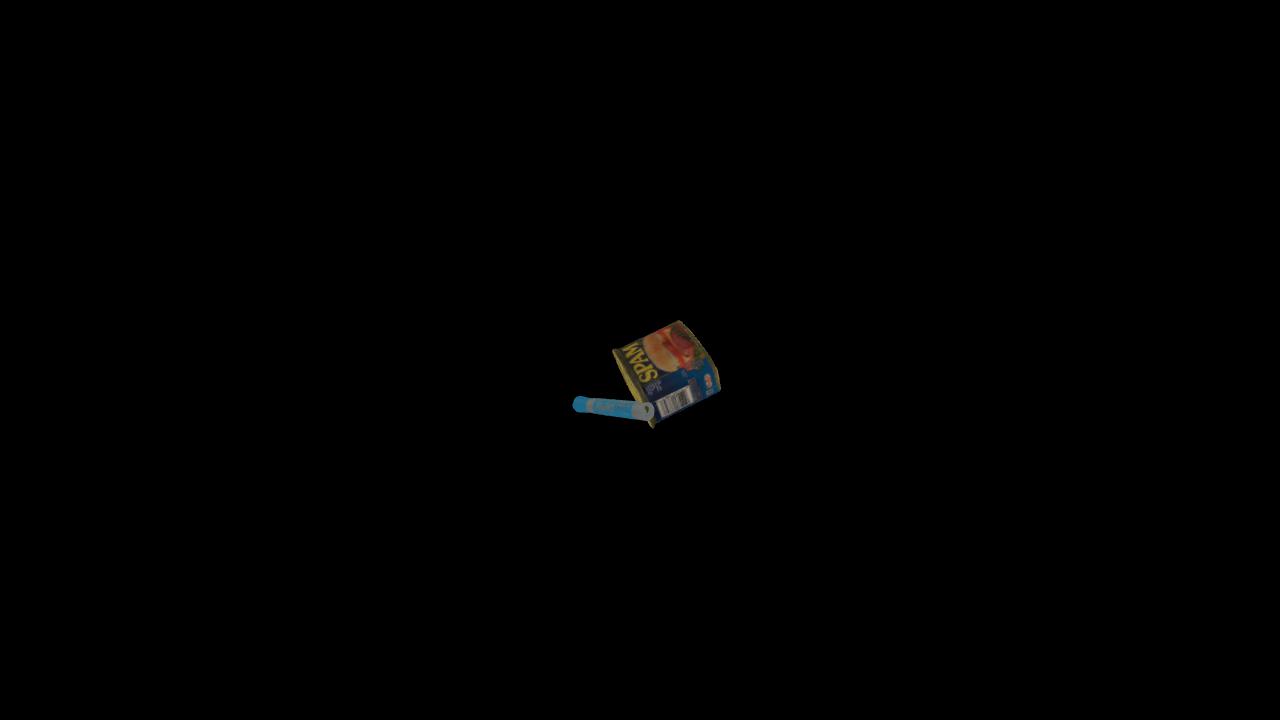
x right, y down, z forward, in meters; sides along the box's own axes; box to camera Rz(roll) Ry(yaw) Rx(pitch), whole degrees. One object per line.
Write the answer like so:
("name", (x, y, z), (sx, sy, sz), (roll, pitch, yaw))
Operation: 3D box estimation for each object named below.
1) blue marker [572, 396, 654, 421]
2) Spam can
("blue marker", (-0.032, 0.051, 0.654), (0.020, 0.020, 0.121), (0, 1, -42))
("Spam can", (0.028, 0.012, 0.661), (0.085, 0.058, 0.101), (-25, 40, -6))
